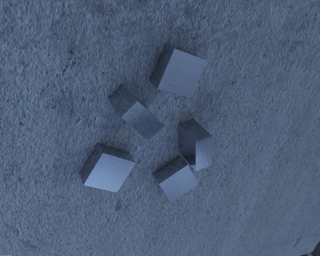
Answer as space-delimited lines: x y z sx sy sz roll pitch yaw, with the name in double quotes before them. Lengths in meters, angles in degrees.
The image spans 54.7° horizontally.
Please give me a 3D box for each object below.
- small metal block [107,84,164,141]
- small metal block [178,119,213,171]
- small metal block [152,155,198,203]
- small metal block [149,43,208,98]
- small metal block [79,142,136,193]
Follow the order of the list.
"small metal block" -0.029 -0.019 0.363 0.025 0.050 0.050 -45 129 3
"small metal block" 0.048 0.023 0.431 0.025 0.050 0.050 -17 125 -19
"small metal block" 0.024 0.077 0.467 0.050 0.025 0.050 -33 129 -7
"small metal block" 0.022 -0.069 0.376 0.050 0.025 0.050 11 113 -33
"small metal block" -0.068 0.052 0.402 0.050 0.025 0.050 23 106 -37
